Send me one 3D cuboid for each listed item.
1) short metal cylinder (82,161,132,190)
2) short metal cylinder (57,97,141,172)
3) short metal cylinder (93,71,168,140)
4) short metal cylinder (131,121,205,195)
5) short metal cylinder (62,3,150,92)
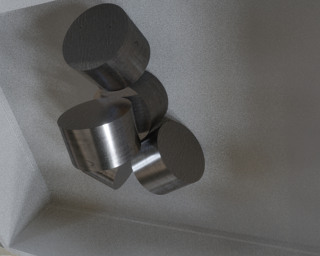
[{"bbox_3d":[-0.064,0.038,0.428,0.050,0.080,0.079,26,128,12],"label":"short metal cylinder"},{"bbox_3d":[-0.065,0.004,0.343,0.080,0.080,0.050,3,120,26],"label":"short metal cylinder"},{"bbox_3d":[-0.036,-0.029,0.391,0.080,0.050,0.079,13,124,21],"label":"short metal cylinder"},{"bbox_3d":[0.011,0.038,0.389,0.050,0.080,0.080,-32,101,39],"label":"short metal cylinder"},{"bbox_3d":[-0.058,-0.087,0.340,0.080,0.080,0.050,4,163,26],"label":"short metal cylinder"}]
